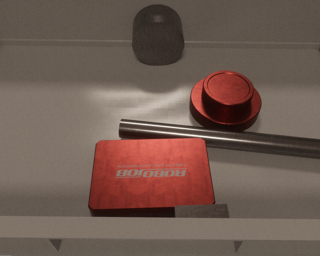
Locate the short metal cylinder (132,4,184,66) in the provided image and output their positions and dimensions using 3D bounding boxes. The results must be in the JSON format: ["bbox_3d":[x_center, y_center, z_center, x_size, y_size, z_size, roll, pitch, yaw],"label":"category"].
[{"bbox_3d":[-0.003,-0.146,0.492,0.081,0.080,0.050,-1,50,-2],"label":"short metal cylinder"}]

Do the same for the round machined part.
[{"bbox_3d":[0.092,-0.043,0.431,0.099,0.042,0.098,0,50,0],"label":"round machined part"}]

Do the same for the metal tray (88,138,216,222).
[{"bbox_3d":[-0.009,0.057,0.354,0.131,0.030,0.090,-1,50,-2],"label":"metal tray"}]

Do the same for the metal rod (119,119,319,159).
[{"bbox_3d":[0.099,0.016,0.392,0.302,0.025,0.025,6,50,4],"label":"metal rod"}]

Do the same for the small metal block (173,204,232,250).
[{"bbox_3d":[0.039,0.099,0.307,0.050,0.050,0.025,-2,50,-2],"label":"small metal block"}]
